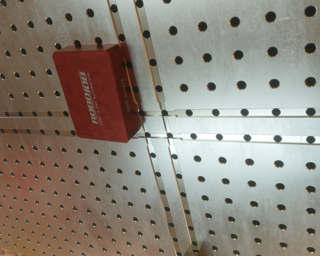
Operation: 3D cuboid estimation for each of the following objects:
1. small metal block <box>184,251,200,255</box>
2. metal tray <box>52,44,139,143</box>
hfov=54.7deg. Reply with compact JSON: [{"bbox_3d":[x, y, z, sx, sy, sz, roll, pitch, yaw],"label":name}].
[{"bbox_3d":[0.054,0.244,0.517,0.025,0.050,0.050,-11,113,32],"label":"small metal block"},{"bbox_3d":[-0.086,-0.045,0.423,0.090,0.030,0.129,5,121,25],"label":"metal tray"}]
